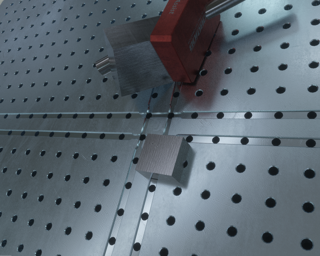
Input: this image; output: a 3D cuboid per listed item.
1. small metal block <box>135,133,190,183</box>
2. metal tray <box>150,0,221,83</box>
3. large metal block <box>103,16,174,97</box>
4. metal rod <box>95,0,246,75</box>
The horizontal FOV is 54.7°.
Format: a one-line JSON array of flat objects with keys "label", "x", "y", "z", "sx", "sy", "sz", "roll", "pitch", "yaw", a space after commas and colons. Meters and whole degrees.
[{"label": "small metal block", "x": 0.004, "y": 0.036, "z": 0.383, "sx": 0.050, "sy": 0.025, "sz": 0.050, "roll": 5, "pitch": 64, "yaw": 30}, {"label": "metal tray", "x": 0.040, "y": -0.139, "z": 0.426, "sx": 0.030, "sy": 0.090, "sz": 0.130, "roll": 10, "pitch": 65, "yaw": 31}, {"label": "large metal block", "x": -0.027, "y": -0.099, "z": 0.430, "sx": 0.081, "sy": 0.080, "sz": 0.050, "roll": -18, "pitch": 51, "yaw": -12}, {"label": "metal rod", "x": 0.037, "y": -0.153, "z": 0.448, "sx": 0.300, "sy": 0.025, "sz": 0.025, "roll": -24, "pitch": 53, "yaw": 17}]
